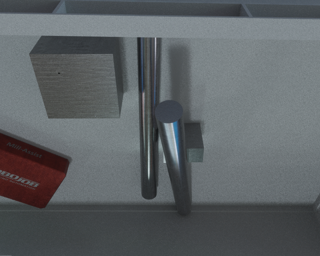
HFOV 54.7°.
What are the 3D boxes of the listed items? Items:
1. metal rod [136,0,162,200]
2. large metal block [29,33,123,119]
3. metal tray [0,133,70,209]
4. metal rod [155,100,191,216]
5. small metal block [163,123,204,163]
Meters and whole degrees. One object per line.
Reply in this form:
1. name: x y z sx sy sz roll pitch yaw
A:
1. metal rod: -0.014 -0.008 0.401 0.025 0.025 0.298 1 130 -1
2. large metal block: -0.086 -0.057 0.343 0.081 0.050 0.079 0 130 -1
3. metal tray: -0.212 0.062 0.450 0.131 0.030 0.090 26 120 -21
4. metal rod: 0.025 0.061 0.401 0.025 0.025 0.299 -6 149 4
5. small metal block: 0.029 0.019 0.409 0.050 0.050 0.025 -1 130 0
